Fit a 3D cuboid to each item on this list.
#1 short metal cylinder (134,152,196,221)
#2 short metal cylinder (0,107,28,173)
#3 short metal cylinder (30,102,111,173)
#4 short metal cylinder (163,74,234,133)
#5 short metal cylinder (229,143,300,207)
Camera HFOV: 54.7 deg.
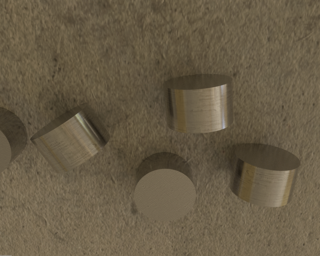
[{"bbox_3d":[0.007,0.080,0.426,0.081,0.050,0.079,0,110,-1],"label":"short metal cylinder"},{"bbox_3d":[-0.222,0.017,0.400,0.081,0.050,0.079,0,110,-1],"label":"short metal cylinder"},{"bbox_3d":[-0.109,0.011,0.383,0.080,0.080,0.050,-28,108,9],"label":"short metal cylinder"},{"bbox_3d":[0.046,-0.032,0.370,0.080,0.080,0.050,-6,110,2],"label":"short metal cylinder"},{"bbox_3d":[0.135,0.059,0.404,0.081,0.080,0.050,3,110,-2],"label":"short metal cylinder"}]
